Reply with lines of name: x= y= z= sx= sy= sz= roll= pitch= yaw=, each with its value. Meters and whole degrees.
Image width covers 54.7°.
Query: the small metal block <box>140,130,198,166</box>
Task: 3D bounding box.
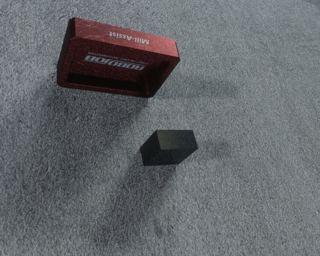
small metal block: x=0.010 y=0.025 z=0.380 sx=0.050 sy=0.050 sz=0.025 roll=1 pitch=62 yaw=-28

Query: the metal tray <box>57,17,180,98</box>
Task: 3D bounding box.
metal tray: x=-0.053 y=-0.080 z=0.383 sx=0.131 sy=0.090 sz=0.030 roll=5 pitch=60 yaw=-26
